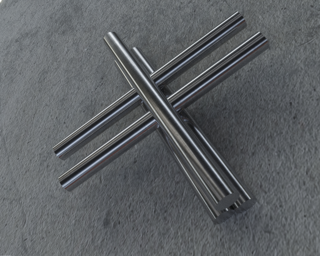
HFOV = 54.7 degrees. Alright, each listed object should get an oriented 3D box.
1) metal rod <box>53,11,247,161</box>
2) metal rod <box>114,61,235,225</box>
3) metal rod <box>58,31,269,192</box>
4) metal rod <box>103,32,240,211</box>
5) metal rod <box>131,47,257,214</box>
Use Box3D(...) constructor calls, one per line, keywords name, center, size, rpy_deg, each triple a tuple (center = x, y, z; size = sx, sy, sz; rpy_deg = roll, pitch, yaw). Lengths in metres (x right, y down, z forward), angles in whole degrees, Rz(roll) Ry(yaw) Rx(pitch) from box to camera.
Box3D(name="metal rod", center=(-0.016, -0.054, 0.413), size=(0.300, 0.025, 0.025), rpy_deg=(-36, 51, 3))
Box3D(name="metal rod", center=(0.002, -0.008, 0.408), size=(0.025, 0.025, 0.300), rpy_deg=(-36, 51, 4))
Box3D(name="metal rod", center=(0.002, -0.018, 0.382), size=(0.300, 0.025, 0.025), rpy_deg=(-36, 51, 3))
Box3D(name="metal rod", center=(-0.006, -0.033, 0.363), size=(0.025, 0.025, 0.300), rpy_deg=(-37, 51, 3))
Box3D(name="metal rod", center=(0.023, -0.020, 0.404), size=(0.025, 0.025, 0.300), rpy_deg=(-36, 51, 4))
